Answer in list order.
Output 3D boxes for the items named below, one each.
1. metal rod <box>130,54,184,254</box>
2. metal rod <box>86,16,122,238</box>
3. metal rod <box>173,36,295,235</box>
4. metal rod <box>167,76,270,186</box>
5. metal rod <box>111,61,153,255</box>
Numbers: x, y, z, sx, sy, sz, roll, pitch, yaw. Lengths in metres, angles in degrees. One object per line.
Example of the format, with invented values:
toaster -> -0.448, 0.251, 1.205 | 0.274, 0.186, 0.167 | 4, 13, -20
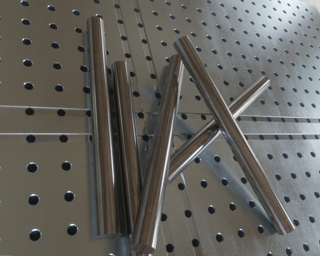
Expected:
metal rod -> 0.006, 0.004, 0.391 | 0.025, 0.025, 0.300 | 24, 47, -14
metal rod -> -0.073, -0.022, 0.383 | 0.025, 0.025, 0.299 | 5, 59, -26
metal rod -> 0.100, 0.007, 0.430 | 0.025, 0.025, 0.299 | -25, 85, -37
metal rod -> 0.095, -0.011, 0.468 | 0.025, 0.025, 0.302 | 48, 51, 5
metal rod -> -0.034, 0.046, 0.362 | 0.025, 0.025, 0.299 | 5, 59, -26
